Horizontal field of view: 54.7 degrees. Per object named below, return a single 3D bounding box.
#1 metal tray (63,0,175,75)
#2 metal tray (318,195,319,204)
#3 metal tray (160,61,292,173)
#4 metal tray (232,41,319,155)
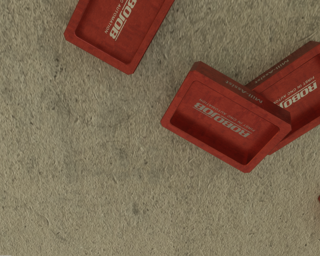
[{"bbox_3d":[-0.040,-0.139,0.355,0.090,0.030,0.129,29,107,-10],"label":"metal tray"},{"bbox_3d":[0.313,0.115,0.452,0.130,0.030,0.090,-27,108,9],"label":"metal tray"},{"bbox_3d":[0.077,-0.010,0.376,0.130,0.030,0.089,30,128,-1],"label":"metal tray"},{"bbox_3d":[0.165,-0.036,0.395,0.130,0.030,0.090,-35,107,12],"label":"metal tray"}]
